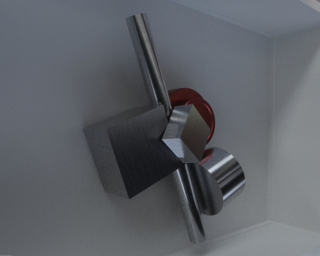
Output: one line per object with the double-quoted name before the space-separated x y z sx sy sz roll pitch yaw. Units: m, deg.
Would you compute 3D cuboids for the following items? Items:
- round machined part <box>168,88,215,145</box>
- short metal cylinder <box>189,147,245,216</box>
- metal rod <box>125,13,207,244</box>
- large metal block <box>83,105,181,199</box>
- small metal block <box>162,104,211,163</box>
"round machined part" 0.038 -0.007 0.427 0.099 0.042 0.097 0 90 -40
"short metal cylinder" 0.069 0.073 0.430 0.050 0.080 0.080 -26 107 -37
"metal rod" 0.013 0.011 0.390 0.025 0.025 0.298 -26 107 -37
"large metal block" -0.030 0.024 0.361 0.081 0.050 0.080 -26 107 -37
"small metal block" 0.033 0.007 0.372 0.050 0.025 0.050 50 49 -37
